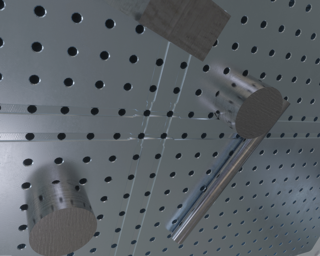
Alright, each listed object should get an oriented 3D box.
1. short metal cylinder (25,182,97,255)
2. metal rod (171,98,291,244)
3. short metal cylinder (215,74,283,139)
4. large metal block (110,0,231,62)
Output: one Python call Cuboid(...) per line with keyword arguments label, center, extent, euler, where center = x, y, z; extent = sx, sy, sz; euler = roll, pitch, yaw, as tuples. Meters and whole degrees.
Cuboid(label="short metal cylinder", center=(-0.127, 0.116, 0.398), extent=(0.081, 0.050, 0.079), euler=(-14, 124, -21))
Cuboid(label="metal rod", center=(0.113, 0.076, 0.519), extent=(0.025, 0.025, 0.299), euler=(26, 104, -37))
Cuboid(label="short metal cylinder", center=(0.127, -0.031, 0.445), extent=(0.081, 0.050, 0.079), euler=(-14, 124, -21))
Cuboid(label="large metal block", center=(0.008, -0.117, 0.308), extent=(0.080, 0.080, 0.050), euler=(21, 107, -36))
